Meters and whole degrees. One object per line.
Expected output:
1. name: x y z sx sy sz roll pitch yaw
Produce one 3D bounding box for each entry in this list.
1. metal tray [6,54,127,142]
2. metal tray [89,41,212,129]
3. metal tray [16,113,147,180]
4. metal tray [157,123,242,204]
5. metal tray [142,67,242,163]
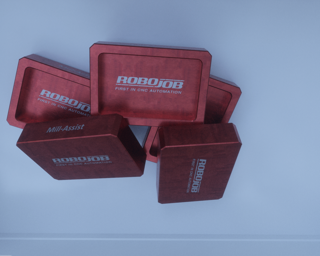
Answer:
1. metal tray: -0.116 -0.029 0.393 0.131 0.030 0.089 18 109 -7
2. metal tray: -0.012 -0.049 0.356 0.131 0.030 0.089 3 110 -2
3. metal tray: -0.093 0.028 0.379 0.130 0.030 0.090 -5 141 18
4. metal tray: 0.043 0.049 0.391 0.091 0.030 0.129 -3 139 -5
5. metal tray: 0.037 -0.009 0.404 0.091 0.030 0.129 18 109 -7
